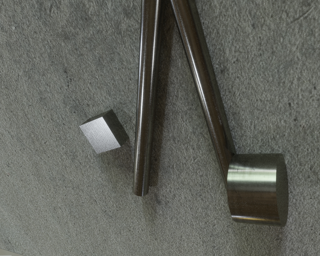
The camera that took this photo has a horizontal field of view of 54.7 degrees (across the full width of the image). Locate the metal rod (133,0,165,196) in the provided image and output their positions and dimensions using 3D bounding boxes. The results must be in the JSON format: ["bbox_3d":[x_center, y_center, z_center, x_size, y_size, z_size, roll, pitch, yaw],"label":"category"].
[{"bbox_3d":[-0.018,-0.026,0.400,0.025,0.025,0.298,18,126,18],"label":"metal rod"}]

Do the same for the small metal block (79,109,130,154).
[{"bbox_3d":[-0.081,0.006,0.453,0.050,0.025,0.050,-18,109,35],"label":"small metal block"}]

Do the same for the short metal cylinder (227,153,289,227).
[{"bbox_3d":[0.114,0.069,0.354,0.050,0.080,0.080,-4,116,30],"label":"short metal cylinder"}]

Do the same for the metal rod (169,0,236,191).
[{"bbox_3d":[0.051,-0.052,0.347,0.025,0.025,0.298,-6,116,31],"label":"metal rod"}]
